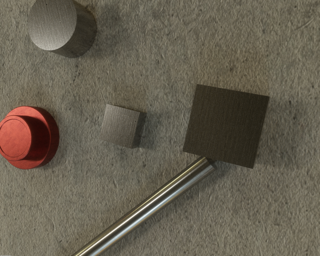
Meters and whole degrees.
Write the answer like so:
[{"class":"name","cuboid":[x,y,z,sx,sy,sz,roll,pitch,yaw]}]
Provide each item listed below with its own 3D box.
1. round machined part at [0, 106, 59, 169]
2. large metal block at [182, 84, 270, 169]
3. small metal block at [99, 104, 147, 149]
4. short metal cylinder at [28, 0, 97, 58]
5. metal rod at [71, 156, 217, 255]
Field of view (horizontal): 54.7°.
[{"class":"round machined part","cuboid":[-0.208,0.015,0.471,0.098,0.042,0.097,0,90,19]},{"class":"large metal block","cuboid":[0.080,-0.003,0.367,0.080,0.050,0.079,13,94,19]},{"class":"small metal block","cuboid":[-0.051,-0.003,0.426,0.050,0.025,0.050,15,95,19]},{"class":"short metal cylinder","cuboid":[-0.139,-0.145,0.443,0.080,0.050,0.079,0,90,19]},{"class":"metal rod","cuboid":[-0.048,0.134,0.424,0.300,0.025,0.025,-40,78,15]}]
